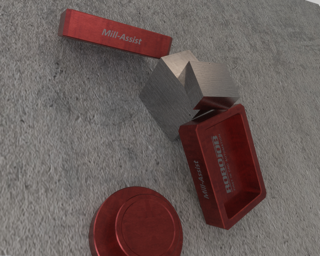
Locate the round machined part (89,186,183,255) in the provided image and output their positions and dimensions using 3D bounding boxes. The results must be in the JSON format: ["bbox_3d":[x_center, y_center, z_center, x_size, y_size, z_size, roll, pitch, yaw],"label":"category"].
[{"bbox_3d":[-0.019,0.106,0.318,0.099,0.042,0.098,14,56,-21],"label":"round machined part"}]

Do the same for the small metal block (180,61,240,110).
[{"bbox_3d":[0.057,-0.049,0.357,0.050,0.025,0.050,-2,59,-28],"label":"small metal block"}]

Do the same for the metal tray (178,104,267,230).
[{"bbox_3d":[0.080,0.044,0.381,0.091,0.030,0.129,-24,102,-36],"label":"metal tray"}]

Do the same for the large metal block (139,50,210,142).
[{"bbox_3d":[0.027,-0.041,0.405,0.050,0.080,0.080,-25,72,-36],"label":"large metal block"}]

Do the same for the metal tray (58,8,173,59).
[{"bbox_3d":[-0.061,-0.119,0.404,0.131,0.090,0.030,8,102,-24],"label":"metal tray"}]
